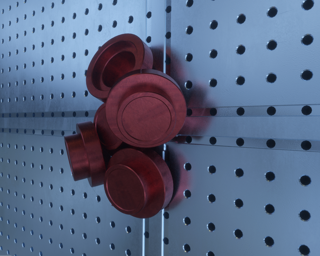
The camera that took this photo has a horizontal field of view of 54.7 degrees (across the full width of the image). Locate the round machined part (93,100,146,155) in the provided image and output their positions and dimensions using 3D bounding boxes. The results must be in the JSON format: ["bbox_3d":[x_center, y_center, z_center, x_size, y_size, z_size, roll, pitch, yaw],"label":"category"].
[{"bbox_3d":[-0.058,-0.003,0.442,0.098,0.042,0.097,0,90,39],"label":"round machined part"}]

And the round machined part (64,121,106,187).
[{"bbox_3d":[-0.113,0.041,0.458,0.098,0.042,0.097,167,90,-70],"label":"round machined part"}]

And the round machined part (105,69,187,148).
[{"bbox_3d":[-0.017,-0.018,0.372,0.042,0.099,0.097,-99,34,-65],"label":"round machined part"}]

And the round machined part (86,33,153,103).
[{"bbox_3d":[-0.050,-0.076,0.423,0.098,0.042,0.098,-14,62,28],"label":"round machined part"}]

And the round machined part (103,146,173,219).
[{"bbox_3d":[-0.035,0.074,0.409,0.098,0.042,0.097,9,106,32],"label":"round machined part"}]
